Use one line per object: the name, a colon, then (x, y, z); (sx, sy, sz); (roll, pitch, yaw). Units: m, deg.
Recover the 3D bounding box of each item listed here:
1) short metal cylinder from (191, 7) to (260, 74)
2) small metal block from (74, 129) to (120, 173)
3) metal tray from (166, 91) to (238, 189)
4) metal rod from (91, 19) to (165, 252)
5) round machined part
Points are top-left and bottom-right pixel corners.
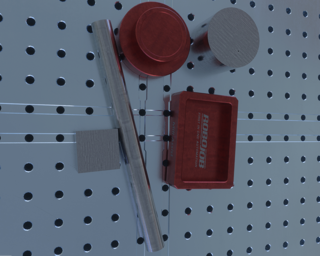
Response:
short metal cylinder: (0.090, -0.120, 0.434); (0.081, 0.050, 0.079); (0, 90, -20)
small metal block: (-0.078, 0.027, 0.384); (0.050, 0.025, 0.050); (-4, 91, -20)
metal tray: (0.060, 0.018, 0.433); (0.091, 0.030, 0.129); (4, 89, -20)
metal rod: (-0.040, 0.014, 0.398); (0.025, 0.025, 0.298); (-15, 95, -20)
round machined part: (-0.004, -0.116, 0.403); (0.099, 0.042, 0.097); (0, 90, -20)
